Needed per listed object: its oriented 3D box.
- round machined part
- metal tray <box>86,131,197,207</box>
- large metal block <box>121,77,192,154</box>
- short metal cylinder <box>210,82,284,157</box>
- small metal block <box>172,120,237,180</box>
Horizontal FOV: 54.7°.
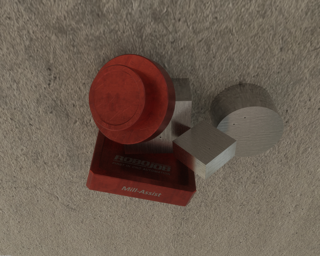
[{"bbox_3d":[-0.037,-0.031,0.333,0.098,0.098,0.042,-30,169,22],"label":"round machined part"},{"bbox_3d":[-0.022,0.047,0.405,0.131,0.090,0.030,13,129,-11],"label":"metal tray"},{"bbox_3d":[-0.004,-0.014,0.381,0.080,0.050,0.079,-1,130,1],"label":"large metal block"},{"bbox_3d":[0.105,-0.010,0.386,0.081,0.050,0.079,0,130,0],"label":"short metal cylinder"},{"bbox_3d":[0.050,0.023,0.353,0.050,0.050,0.025,-33,139,-27],"label":"small metal block"}]
